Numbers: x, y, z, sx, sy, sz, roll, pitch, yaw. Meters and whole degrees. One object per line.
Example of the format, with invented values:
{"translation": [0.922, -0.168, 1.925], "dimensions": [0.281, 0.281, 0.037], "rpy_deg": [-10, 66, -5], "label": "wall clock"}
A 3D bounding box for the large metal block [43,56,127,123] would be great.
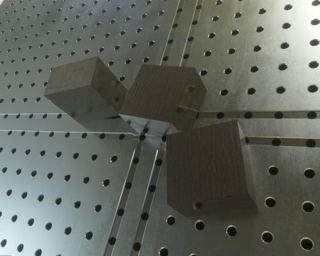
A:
{"translation": [-0.108, -0.054, 0.461], "dimensions": [0.080, 0.080, 0.050], "rpy_deg": [-8, 58, 23], "label": "large metal block"}

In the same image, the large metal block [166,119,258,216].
{"translation": [0.054, 0.045, 0.335], "dimensions": [0.080, 0.050, 0.080], "rpy_deg": [-13, 56, 20], "label": "large metal block"}

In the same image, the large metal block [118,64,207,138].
{"translation": [0.005, -0.035, 0.410], "dimensions": [0.080, 0.050, 0.080], "rpy_deg": [10, 67, 32], "label": "large metal block"}
